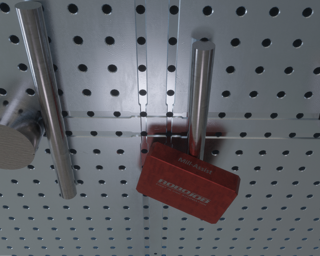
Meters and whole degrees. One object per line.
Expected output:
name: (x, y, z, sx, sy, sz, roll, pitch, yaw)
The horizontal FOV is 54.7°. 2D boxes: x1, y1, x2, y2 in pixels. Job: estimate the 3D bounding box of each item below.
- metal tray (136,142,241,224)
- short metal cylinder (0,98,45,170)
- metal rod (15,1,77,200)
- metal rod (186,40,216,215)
metal tray: (0.037, 0.081, 0.448, 0.131, 0.030, 0.089, 23, 134, 4)
short metal cylinder: (-0.196, 0.008, 0.400, 0.081, 0.050, 0.079, 0, 130, 0)
metal rod: (-0.138, -0.008, 0.403, 0.025, 0.025, 0.298, 2, 130, -2)
metal rod: (0.050, 0.024, 0.432, 0.025, 0.025, 0.298, -1, 130, 0)
